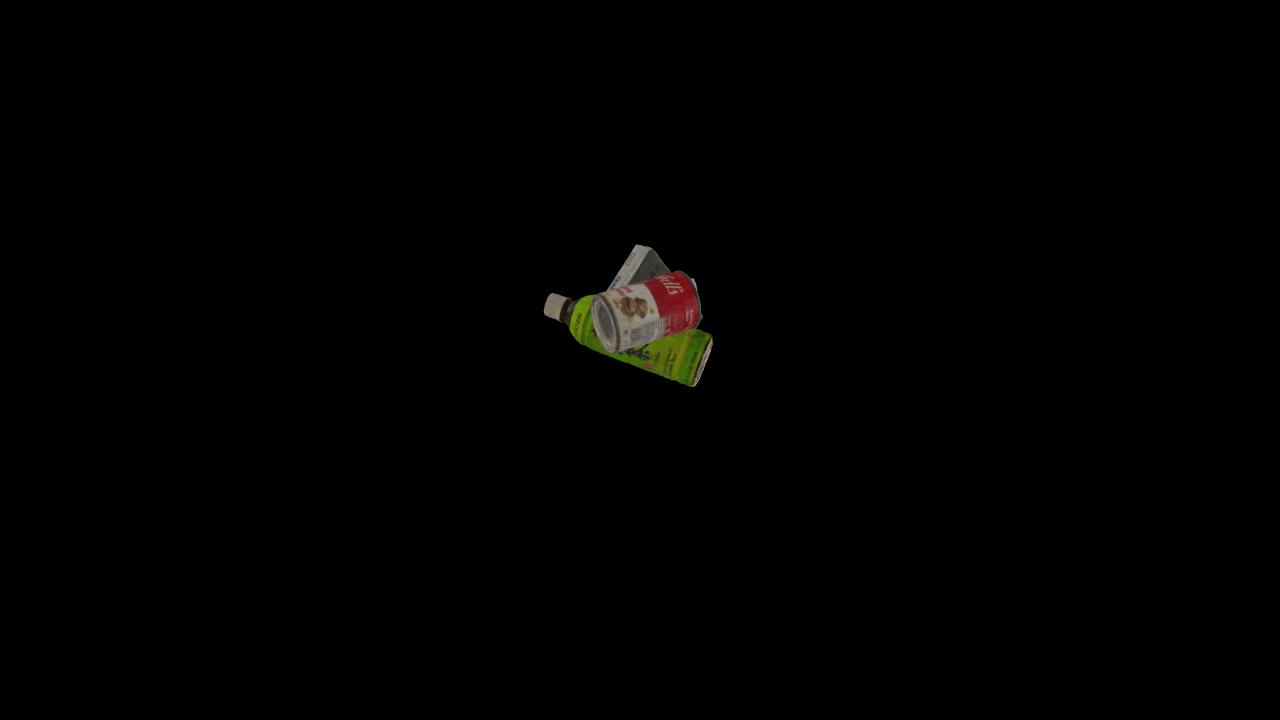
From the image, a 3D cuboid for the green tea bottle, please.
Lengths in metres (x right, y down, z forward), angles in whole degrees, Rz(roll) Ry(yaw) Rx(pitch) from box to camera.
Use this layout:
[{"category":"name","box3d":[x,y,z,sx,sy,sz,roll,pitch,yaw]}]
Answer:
[{"category":"green tea bottle","box3d":[-0.018,-0.035,0.759,0.212,0.073,0.073,22,5,12]}]

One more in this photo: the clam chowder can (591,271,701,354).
[{"category":"clam chowder can","box3d":[0.006,-0.052,0.667,0.102,0.068,0.068,-19,7,-21]}]

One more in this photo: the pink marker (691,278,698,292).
[{"category":"pink marker","box3d":[0.005,-0.068,0.698,0.121,0.020,0.020,-16,1,-2]}]

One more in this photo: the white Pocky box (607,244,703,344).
[{"category":"white Pocky box","box3d":[0.019,-0.059,0.728,0.028,0.084,0.154,23,-13,38]}]
